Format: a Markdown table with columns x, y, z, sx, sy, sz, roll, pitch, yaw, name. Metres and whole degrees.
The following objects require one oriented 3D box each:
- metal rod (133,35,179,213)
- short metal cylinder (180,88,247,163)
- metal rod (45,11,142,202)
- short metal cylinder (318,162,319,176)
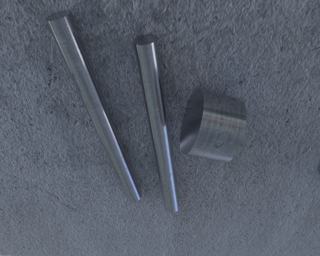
| x | y | z | sx | sy | sz | roll | pitch | yaw | name |
| --- | --- | --- | --- | --- | --- | --- | --- | --- | --- |
| 0.002 | 0.019 | 0.423 | 0.025 | 0.025 | 0.298 | -6 | 130 | 4 | metal rod |
| 0.061 | -0.003 | 0.369 | 0.050 | 0.080 | 0.079 | 12 | 129 | -10 | short metal cylinder |
| -0.072 | -0.001 | 0.405 | 0.025 | 0.025 | 0.298 | -9 | 130 | 7 | metal rod |
| 0.283 | 0.070 | 0.453 | 0.081 | 0.050 | 0.079 | 0 | 130 | 0 | short metal cylinder |
